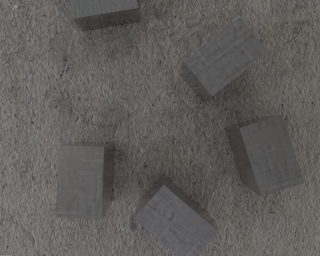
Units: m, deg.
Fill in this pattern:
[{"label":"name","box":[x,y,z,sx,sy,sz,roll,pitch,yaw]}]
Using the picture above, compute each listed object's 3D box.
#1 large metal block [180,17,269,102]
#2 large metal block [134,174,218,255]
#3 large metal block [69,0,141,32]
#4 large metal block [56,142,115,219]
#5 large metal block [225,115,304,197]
[{"label":"large metal block","box":[0.074,-0.079,0.383,0.080,0.080,0.050,-38,90,0]},{"label":"large metal block","box":[0.018,0.107,0.383,0.080,0.080,0.050,41,90,0]},{"label":"large metal block","box":[-0.072,-0.177,0.397,0.080,0.050,0.080,-10,90,0]},{"label":"large metal block","box":[-0.088,0.059,0.382,0.050,0.080,0.080,2,90,0]},{"label":"large metal block","box":[0.124,0.030,0.383,0.050,0.080,0.080,-18,90,0]}]
